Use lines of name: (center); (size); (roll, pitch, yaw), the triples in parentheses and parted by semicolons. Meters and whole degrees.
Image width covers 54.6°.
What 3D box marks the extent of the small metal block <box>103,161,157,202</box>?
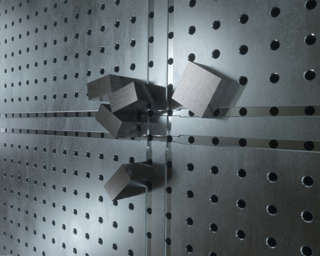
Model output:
small metal block: (-0.041, 0.073, 0.428); (0.050, 0.050, 0.025); (-49, 61, 29)

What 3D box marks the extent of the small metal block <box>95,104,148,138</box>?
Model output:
small metal block: (-0.054, -0.010, 0.439); (0.050, 0.050, 0.025); (39, 114, 33)

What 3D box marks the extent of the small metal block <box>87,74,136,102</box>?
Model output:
small metal block: (-0.069, -0.056, 0.452); (0.050, 0.050, 0.025); (-12, 82, 39)

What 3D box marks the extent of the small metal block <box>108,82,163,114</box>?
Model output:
small metal block: (-0.033, -0.039, 0.421); (0.050, 0.050, 0.025); (-22, 76, 38)

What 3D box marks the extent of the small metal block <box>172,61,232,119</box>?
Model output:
small metal block: (0.049, -0.045, 0.370); (0.050, 0.025, 0.050); (38, 113, 33)
